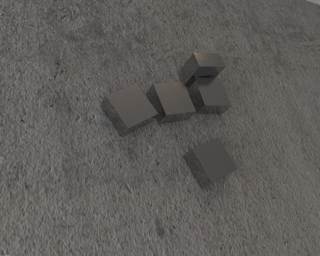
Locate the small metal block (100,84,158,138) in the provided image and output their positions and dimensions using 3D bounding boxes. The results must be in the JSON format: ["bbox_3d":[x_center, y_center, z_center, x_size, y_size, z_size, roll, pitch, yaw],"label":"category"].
[{"bbox_3d":[-0.039,-0.023,0.396,0.050,0.025,0.050,-28,77,-37],"label":"small metal block"}]

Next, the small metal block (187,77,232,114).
[{"bbox_3d":[0.075,-0.049,0.474,0.050,0.025,0.050,-2,63,-29],"label":"small metal block"}]

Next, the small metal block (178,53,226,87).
[{"bbox_3d":[0.063,-0.089,0.476,0.050,0.050,0.025,-7,65,-31],"label":"small metal block"}]

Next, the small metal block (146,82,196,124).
[{"bbox_3d":[0.015,-0.036,0.433,0.050,0.025,0.050,-8,66,-32],"label":"small metal block"}]

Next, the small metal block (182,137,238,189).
[{"bbox_3d":[0.067,0.046,0.411,0.050,0.025,0.050,-19,72,-35],"label":"small metal block"}]
